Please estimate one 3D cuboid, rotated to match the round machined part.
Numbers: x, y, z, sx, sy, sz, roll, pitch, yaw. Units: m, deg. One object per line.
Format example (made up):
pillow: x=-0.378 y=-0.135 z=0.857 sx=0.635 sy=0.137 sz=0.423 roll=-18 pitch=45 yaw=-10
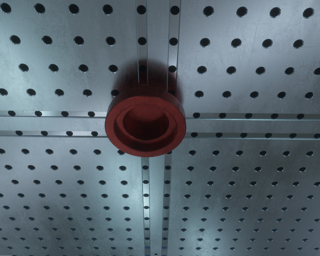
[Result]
round machined part: x=-0.017 y=-0.012 z=0.390 sx=0.099 sy=0.042 sz=0.097 roll=0 pitch=130 yaw=0
